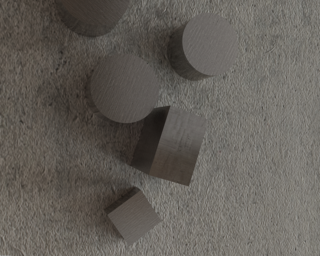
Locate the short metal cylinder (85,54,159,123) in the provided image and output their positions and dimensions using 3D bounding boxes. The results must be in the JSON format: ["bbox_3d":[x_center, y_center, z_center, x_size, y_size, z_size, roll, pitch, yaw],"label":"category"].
[{"bbox_3d":[-0.047,-0.046,0.378,0.081,0.050,0.079,0,90,-20],"label":"short metal cylinder"}]

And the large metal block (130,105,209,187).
[{"bbox_3d":[0.009,0.020,0.383,0.050,0.080,0.080,20,84,-19],"label":"large metal block"}]

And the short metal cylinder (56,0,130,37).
[{"bbox_3d":[-0.080,-0.154,0.366,0.081,0.050,0.079,0,90,-20],"label":"short metal cylinder"}]

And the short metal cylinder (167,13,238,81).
[{"bbox_3d":[0.057,-0.107,0.416,0.081,0.050,0.079,0,90,-20],"label":"short metal cylinder"}]

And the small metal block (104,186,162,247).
[{"bbox_3d":[-0.035,0.112,0.396,0.050,0.025,0.050,-35,101,-17],"label":"small metal block"}]
